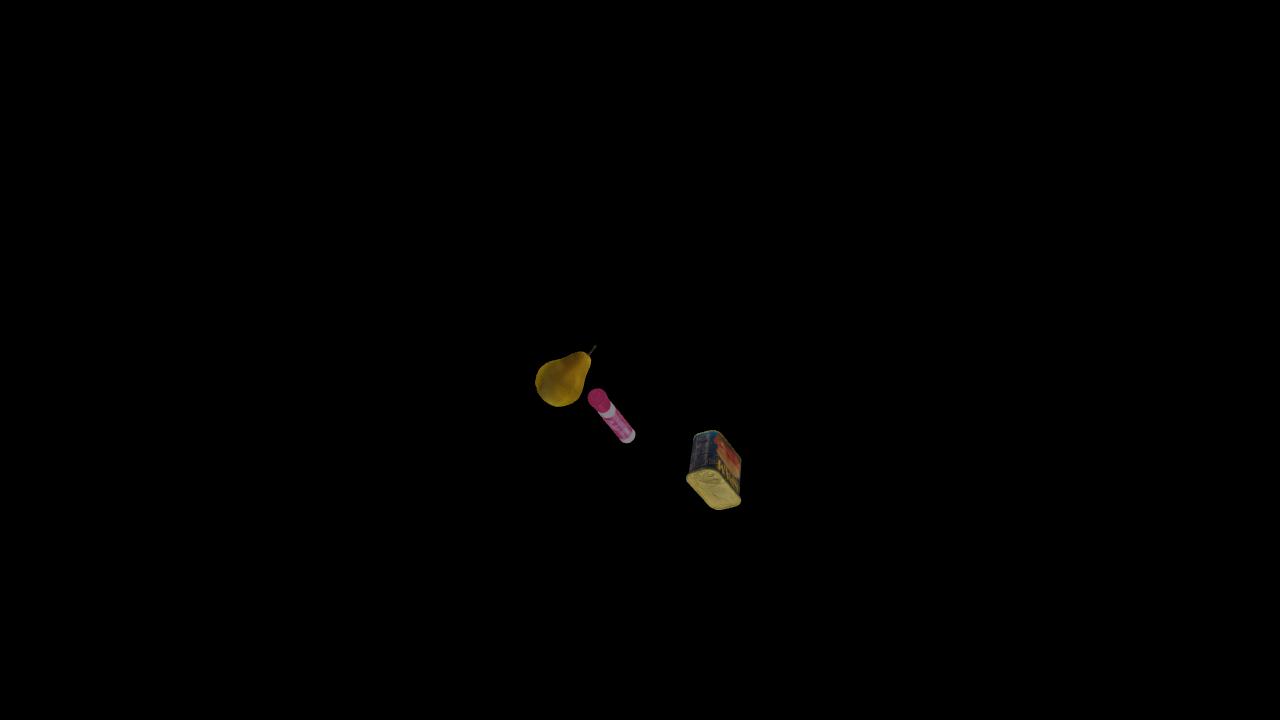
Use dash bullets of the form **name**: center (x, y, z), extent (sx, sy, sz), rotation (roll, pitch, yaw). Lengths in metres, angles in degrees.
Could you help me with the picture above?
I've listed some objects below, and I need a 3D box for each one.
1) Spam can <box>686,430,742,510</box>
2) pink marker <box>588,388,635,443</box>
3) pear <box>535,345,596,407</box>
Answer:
- **Spam can**: center (0.122, 0.176, 0.991), extent (0.058, 0.101, 0.085), rotation (-21, 34, 28)
- **pink marker**: center (-0.028, 0.059, 0.635), extent (0.020, 0.020, 0.121), rotation (0, -25, 15)
- **pear**: center (-0.108, 0.021, 0.953), extent (0.111, 0.080, 0.080), rotation (-45, -15, 16)
